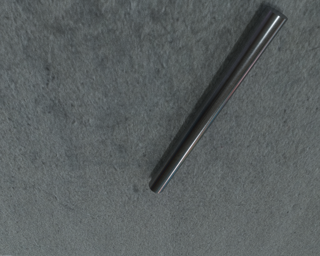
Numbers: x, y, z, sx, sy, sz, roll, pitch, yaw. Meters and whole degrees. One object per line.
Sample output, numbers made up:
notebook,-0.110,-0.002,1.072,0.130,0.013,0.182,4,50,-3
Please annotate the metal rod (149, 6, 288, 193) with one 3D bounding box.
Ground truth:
metal rod,0.056,-0.012,0.397,0.025,0.025,0.298,19,128,-16
